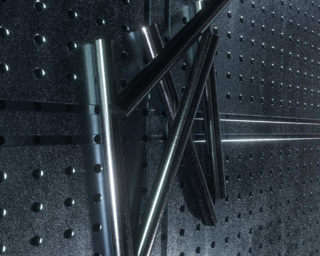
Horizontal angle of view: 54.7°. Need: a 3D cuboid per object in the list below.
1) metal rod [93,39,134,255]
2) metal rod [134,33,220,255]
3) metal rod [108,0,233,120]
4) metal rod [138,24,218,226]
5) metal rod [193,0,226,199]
[{"bbox_3d":[-0.052,0.049,0.366,0.025,0.025,0.298,-8,95,-40],"label":"metal rod"},{"bbox_3d":[0.022,0.020,0.403,0.025,0.025,0.299,22,84,-38],"label":"metal rod"},{"bbox_3d":[0.037,-0.121,0.407,0.301,0.025,0.025,-51,121,-28],"label":"metal rod"},{"bbox_3d":[0.030,0.007,0.436,0.025,0.025,0.298,-31,109,-36],"label":"metal rod"},{"bbox_3d":[0.077,-0.039,0.476,0.025,0.025,0.298,-10,97,-40],"label":"metal rod"}]
